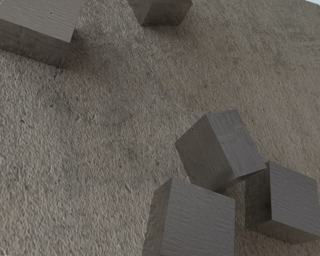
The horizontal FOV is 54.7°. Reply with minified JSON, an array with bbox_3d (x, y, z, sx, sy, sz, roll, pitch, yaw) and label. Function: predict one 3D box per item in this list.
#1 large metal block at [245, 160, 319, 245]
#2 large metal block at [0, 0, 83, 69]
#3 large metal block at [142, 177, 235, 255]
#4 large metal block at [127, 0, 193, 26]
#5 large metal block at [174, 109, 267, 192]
[{"bbox_3d":[0.163,0.101,0.413,0.080,0.050,0.080,22,53,-15],"label":"large metal block"},{"bbox_3d":[-0.149,-0.131,0.387,0.081,0.050,0.080,16,55,-19],"label":"large metal block"},{"bbox_3d":[0.033,0.110,0.338,0.080,0.050,0.080,22,53,-15],"label":"large metal block"},{"bbox_3d":[-0.005,-0.219,0.518,0.081,0.050,0.080,-14,69,-34],"label":"large metal block"},{"bbox_3d":[0.071,0.033,0.386,0.050,0.080,0.080,-9,67,-32],"label":"large metal block"}]
